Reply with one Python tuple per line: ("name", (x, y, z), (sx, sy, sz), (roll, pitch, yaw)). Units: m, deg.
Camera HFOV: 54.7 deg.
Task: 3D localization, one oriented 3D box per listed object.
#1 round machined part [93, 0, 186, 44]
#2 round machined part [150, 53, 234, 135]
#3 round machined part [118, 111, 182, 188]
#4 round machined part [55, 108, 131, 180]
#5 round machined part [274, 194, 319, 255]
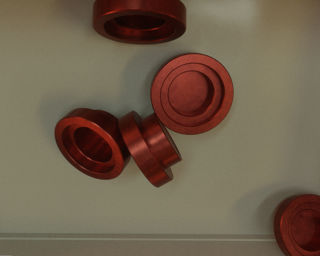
("round machined part", (-0.021, -0.125, 0.331), (0.099, 0.098, 0.042), (1, 87, -1))
("round machined part", (0.037, -0.044, 0.383), (0.099, 0.042, 0.097), (-2, 107, -5))
("round machined part", (-0.007, 0.020, 0.380), (0.042, 0.098, 0.098), (-30, 108, 5))
("round machined part", (-0.080, 0.016, 0.393), (0.098, 0.042, 0.097), (15, 130, 18))
("round machined part", (0.209, 0.145, 0.443), (0.099, 0.042, 0.098), (2, 75, -7))
